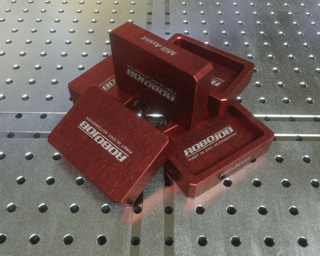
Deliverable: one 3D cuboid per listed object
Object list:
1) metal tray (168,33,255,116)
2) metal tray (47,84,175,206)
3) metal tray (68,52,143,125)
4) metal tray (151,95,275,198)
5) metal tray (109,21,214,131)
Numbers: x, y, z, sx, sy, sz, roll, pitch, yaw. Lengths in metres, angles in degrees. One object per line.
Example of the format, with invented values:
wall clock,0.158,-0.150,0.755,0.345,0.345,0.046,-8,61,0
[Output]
metal tray,0.052,-0.079,0.432,0.130,0.030,0.090,29,56,22
metal tray,-0.059,0.017,0.365,0.130,0.030,0.090,35,83,25
metal tray,-0.056,-0.068,0.460,0.090,0.030,0.131,32,56,23
metal tray,0.064,0.017,0.389,0.131,0.030,0.090,-27,55,-21
metal tray,-0.002,-0.063,0.378,0.130,0.089,0.030,33,58,24
